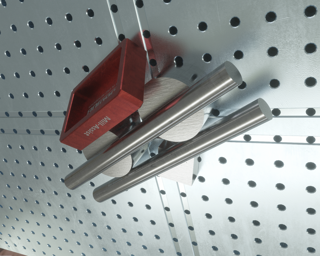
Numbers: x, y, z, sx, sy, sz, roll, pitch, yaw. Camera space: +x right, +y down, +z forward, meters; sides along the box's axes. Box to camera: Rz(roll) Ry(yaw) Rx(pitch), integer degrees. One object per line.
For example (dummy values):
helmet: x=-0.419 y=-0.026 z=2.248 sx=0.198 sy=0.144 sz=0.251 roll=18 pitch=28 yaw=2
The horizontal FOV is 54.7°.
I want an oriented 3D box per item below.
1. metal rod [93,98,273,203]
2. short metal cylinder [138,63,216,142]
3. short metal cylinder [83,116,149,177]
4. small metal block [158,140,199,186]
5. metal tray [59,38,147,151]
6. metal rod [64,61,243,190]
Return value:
metal rod: x=0.005 y=0.043 z=0.400 sx=0.299 sy=0.025 sz=0.025 roll=-32 pitch=101 yaw=38
short metal cylinder: x=0.021 y=-0.031 z=0.365 sx=0.080 sy=0.050 sz=0.079 roll=13 pitch=124 yaw=20
short metal cylinder: x=-0.063 y=0.023 z=0.441 sx=0.080 sy=0.050 sz=0.079 roll=13 pitch=124 yaw=20
small metal block: x=0.025 y=0.046 z=0.424 sx=0.050 sy=0.025 sz=0.050 roll=14 pitch=124 yaw=20
metal tray: x=-0.071 y=-0.038 z=0.379 sx=0.030 sy=0.090 sz=0.130 roll=29 pitch=136 yaw=-32
metal rod: x=-0.032 y=0.015 z=0.370 sx=0.299 sy=0.025 sz=0.025 roll=-33 pitch=100 yaw=38
